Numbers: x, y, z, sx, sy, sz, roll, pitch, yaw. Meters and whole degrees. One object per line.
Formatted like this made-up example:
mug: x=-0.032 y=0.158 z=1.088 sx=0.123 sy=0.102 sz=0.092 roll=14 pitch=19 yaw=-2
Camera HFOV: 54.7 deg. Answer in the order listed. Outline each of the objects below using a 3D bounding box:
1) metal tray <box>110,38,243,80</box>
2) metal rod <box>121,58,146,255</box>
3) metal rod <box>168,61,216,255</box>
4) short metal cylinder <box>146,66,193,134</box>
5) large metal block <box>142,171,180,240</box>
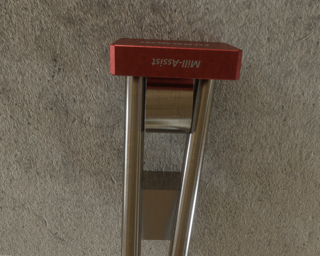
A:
metal tray: x=0.016 y=-0.079 z=0.347 sx=0.131 sy=0.090 sz=0.030 roll=2 pitch=110 yaw=-1
metal rod: x=-0.033 y=0.060 z=0.384 sx=0.025 sy=0.025 sz=0.298 roll=2 pitch=95 yaw=-1
metal rod: x=0.038 y=0.063 z=0.385 sx=0.025 sy=0.025 sz=0.298 roll=8 pitch=95 yaw=-3
short metal cylinder: x=0.009 y=-0.033 z=0.370 sx=0.050 sy=0.080 sz=0.079 roll=2 pitch=110 yaw=-2
large metal block: x=0.002 y=0.108 z=0.435 sx=0.081 sy=0.050 sz=0.079 roll=2 pitch=110 yaw=-1
